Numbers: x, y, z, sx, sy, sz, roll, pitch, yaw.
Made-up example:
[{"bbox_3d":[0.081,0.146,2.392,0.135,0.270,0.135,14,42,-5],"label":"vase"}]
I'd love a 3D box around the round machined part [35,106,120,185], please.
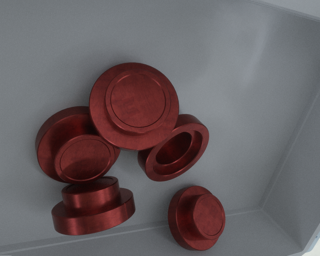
[{"bbox_3d":[-0.092,0.027,0.364,0.099,0.042,0.097,-14,124,-21],"label":"round machined part"}]

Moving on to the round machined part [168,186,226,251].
[{"bbox_3d":[0.064,0.139,0.481,0.099,0.098,0.042,15,154,-34],"label":"round machined part"}]

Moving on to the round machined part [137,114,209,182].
[{"bbox_3d":[0.013,0.021,0.409,0.099,0.042,0.097,-23,139,-22],"label":"round machined part"}]

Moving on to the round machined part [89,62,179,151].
[{"bbox_3d":[-0.026,-0.025,0.334,0.099,0.042,0.098,2,80,-13],"label":"round machined part"}]

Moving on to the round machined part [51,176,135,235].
[{"bbox_3d":[-0.082,0.089,0.379,0.099,0.098,0.042,-11,97,-22],"label":"round machined part"}]
